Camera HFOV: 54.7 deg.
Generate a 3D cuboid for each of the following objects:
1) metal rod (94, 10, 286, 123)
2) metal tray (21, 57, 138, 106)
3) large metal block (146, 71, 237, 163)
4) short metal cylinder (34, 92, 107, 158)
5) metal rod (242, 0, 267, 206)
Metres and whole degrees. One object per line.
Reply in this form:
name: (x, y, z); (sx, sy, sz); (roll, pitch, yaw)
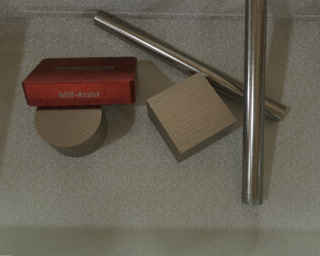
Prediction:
metal rod: (0.036, -0.092, 0.443); (0.301, 0.025, 0.025); (30, 73, 10)
metal tray: (-0.096, -0.063, 0.402); (0.131, 0.030, 0.090); (-1, 31, -1)
large metal block: (0.038, -0.013, 0.402); (0.080, 0.050, 0.080); (-29, 73, -11)
short metal cylinder: (-0.111, -0.007, 0.398); (0.081, 0.050, 0.080); (0, 70, -1)
metal rod: (0.114, -0.057, 0.373); (0.025, 0.025, 0.298); (0, 92, 0)
